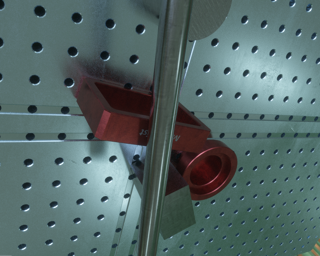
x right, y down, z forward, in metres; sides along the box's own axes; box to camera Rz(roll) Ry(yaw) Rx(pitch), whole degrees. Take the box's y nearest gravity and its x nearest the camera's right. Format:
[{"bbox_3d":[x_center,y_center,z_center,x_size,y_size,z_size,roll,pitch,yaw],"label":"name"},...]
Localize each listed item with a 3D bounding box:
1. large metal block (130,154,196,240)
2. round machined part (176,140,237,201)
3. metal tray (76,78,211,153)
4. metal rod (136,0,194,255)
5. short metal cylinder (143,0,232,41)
[{"bbox_3d":[0.004,0.093,0.435,0.050,0.080,0.080,-23,127,-14],"label":"large metal block"},{"bbox_3d":[0.065,0.059,0.473,0.099,0.042,0.097,-14,124,-21],"label":"round machined part"},{"bbox_3d":[-0.018,-0.014,0.350,0.131,0.090,0.030,10,113,-33],"label":"metal tray"},{"bbox_3d":[-0.001,0.021,0.305,0.025,0.025,0.298,-8,122,-25],"label":"metal rod"},{"bbox_3d":[0.028,-0.138,0.325,0.081,0.050,0.079,-14,124,-21],"label":"short metal cylinder"}]
